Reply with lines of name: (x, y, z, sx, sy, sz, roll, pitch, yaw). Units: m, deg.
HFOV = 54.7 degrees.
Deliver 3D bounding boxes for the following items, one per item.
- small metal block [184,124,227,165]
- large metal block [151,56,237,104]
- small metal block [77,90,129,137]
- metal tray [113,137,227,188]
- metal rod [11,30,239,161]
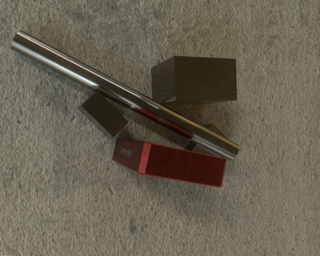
small metal block: (0.071, 0.029, 0.438, 0.050, 0.025, 0.050, 43, 76, -15)
large metal block: (0.041, -0.057, 0.396, 0.081, 0.080, 0.050, -2, 91, -20)
small metal block: (-0.070, -0.016, 0.371, 0.050, 0.050, 0.025, 46, 76, -15)
metal tray: (0.004, 0.036, 0.357, 0.091, 0.130, 0.030, 13, 86, -20)
metal rod: (-0.031, -0.034, 0.385, 0.301, 0.025, 0.025, 27, 81, -13)
